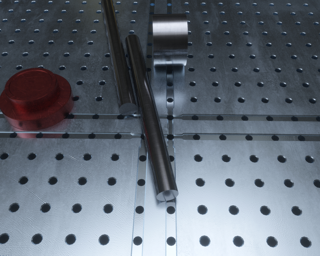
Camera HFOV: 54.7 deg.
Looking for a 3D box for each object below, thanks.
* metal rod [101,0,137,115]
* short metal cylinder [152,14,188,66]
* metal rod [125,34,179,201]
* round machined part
[{"bbox_3d":[-0.075,-0.138,0.522,0.025,0.025,0.300,-9,51,-8],"label":"metal rod"},{"bbox_3d":[0.014,-0.138,0.488,0.050,0.080,0.080,-2,50,-1],"label":"short metal cylinder"},{"bbox_3d":[-0.020,-0.038,0.438,0.025,0.025,0.300,-8,51,-7],"label":"metal rod"},{"bbox_3d":[-0.175,-0.047,0.435,0.099,0.042,0.098,0,50,0],"label":"round machined part"}]
